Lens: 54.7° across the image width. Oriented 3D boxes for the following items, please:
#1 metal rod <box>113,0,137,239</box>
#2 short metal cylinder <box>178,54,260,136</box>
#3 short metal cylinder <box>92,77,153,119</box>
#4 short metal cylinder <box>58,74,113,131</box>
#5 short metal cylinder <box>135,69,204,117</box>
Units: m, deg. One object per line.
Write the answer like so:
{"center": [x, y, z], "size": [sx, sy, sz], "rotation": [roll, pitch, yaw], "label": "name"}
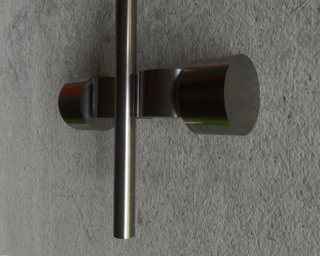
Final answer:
{"center": [-0.040, -0.024, 0.359], "size": [0.025, 0.025, 0.298], "rotation": [1, 91, 40], "label": "metal rod"}
{"center": [0.063, -0.033, 0.319], "size": [0.050, 0.081, 0.080], "rotation": [1, 91, 40], "label": "short metal cylinder"}
{"center": [-0.049, -0.037, 0.411], "size": [0.080, 0.081, 0.050], "rotation": [1, 91, 40], "label": "short metal cylinder"}
{"center": [-0.099, -0.036, 0.452], "size": [0.050, 0.081, 0.080], "rotation": [1, 91, 40], "label": "short metal cylinder"}
{"center": [0.012, -0.037, 0.360], "size": [0.080, 0.081, 0.050], "rotation": [1, 91, 40], "label": "short metal cylinder"}
